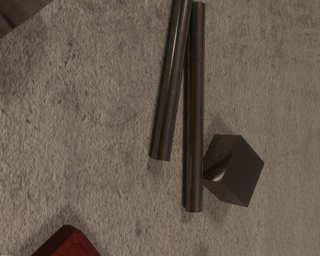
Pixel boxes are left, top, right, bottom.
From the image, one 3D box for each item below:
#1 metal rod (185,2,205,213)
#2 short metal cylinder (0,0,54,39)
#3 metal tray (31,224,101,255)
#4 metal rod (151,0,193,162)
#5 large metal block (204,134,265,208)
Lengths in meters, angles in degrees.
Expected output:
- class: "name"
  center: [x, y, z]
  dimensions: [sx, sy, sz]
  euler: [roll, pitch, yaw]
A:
- class: "metal rod"
  center: [0.051, -0.030, 0.449]
  dimensions: [0.025, 0.025, 0.298]
  euler: [1, 89, -40]
- class: "short metal cylinder"
  center: [-0.125, -0.120, 0.265]
  dimensions: [0.080, 0.080, 0.050]
  euler: [-52, 121, -27]
- class: "metal tray"
  center: [-0.091, 0.180, 0.326]
  dimensions: [0.090, 0.030, 0.130]
  euler: [-43, 116, -32]
- class: "metal rod"
  center: [0.022, -0.104, 0.425]
  dimensions: [0.025, 0.025, 0.298]
  euler: [14, 81, -40]
- class: "large metal block"
  center: [0.111, 0.066, 0.484]
  dimensions: [0.080, 0.050, 0.080]
  euler: [44, 64, -32]
